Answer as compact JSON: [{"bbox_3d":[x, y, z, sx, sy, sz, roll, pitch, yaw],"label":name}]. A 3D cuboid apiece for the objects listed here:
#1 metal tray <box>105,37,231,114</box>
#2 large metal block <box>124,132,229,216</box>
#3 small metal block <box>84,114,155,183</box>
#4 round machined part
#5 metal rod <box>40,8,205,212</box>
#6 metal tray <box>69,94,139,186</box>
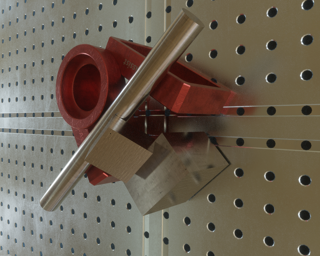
[{"bbox_3d":[0.006,-0.061,0.359,0.130,0.091,0.030,38,114,33],"label":"metal tray"},{"bbox_3d":[0.017,0.049,0.353,0.080,0.081,0.050,-49,62,29],"label":"large metal block"},{"bbox_3d":[-0.041,0.022,0.318,0.050,0.050,0.025,-50,16,28],"label":"small metal block"},{"bbox_3d":[-0.079,-0.048,0.371,0.098,0.042,0.097,0,90,39],"label":"round machined part"},{"bbox_3d":[-0.059,0.002,0.338,0.299,0.025,0.025,-48,62,29],"label":"metal rod"},{"bbox_3d":[-0.070,0.007,0.422,0.030,0.091,0.130,-36,68,34],"label":"metal tray"}]
